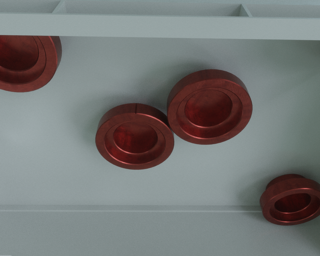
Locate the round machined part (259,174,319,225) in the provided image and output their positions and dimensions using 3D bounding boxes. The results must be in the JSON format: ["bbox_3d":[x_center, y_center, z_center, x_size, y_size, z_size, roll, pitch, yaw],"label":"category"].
[{"bbox_3d":[0.209,0.111,0.496,0.099,0.042,0.097,-1,130,0],"label":"round machined part"}]

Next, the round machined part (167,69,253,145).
[{"bbox_3d":[0.057,-0.029,0.374,0.099,0.042,0.097,-1,130,0],"label":"round machined part"}]

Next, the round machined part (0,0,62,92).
[{"bbox_3d":[-0.152,-0.089,0.320,0.099,0.042,0.097,-1,130,0],"label":"round machined part"}]

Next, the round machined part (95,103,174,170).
[{"bbox_3d":[-0.031,0.006,0.403,0.099,0.042,0.097,-1,130,0],"label":"round machined part"}]
